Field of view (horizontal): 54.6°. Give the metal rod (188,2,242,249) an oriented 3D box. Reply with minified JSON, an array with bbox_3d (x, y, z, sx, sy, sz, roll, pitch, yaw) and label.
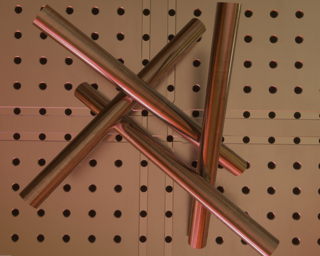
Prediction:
[{"bbox_3d":[0.060,0.014,0.364,0.025,0.025,0.298,4,110,0],"label":"metal rod"}]

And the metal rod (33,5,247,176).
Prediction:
[{"bbox_3d":[-0.007,-0.030,0.363,0.301,0.025,0.025,36,90,-20],"label":"metal rod"}]

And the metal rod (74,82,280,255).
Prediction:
[{"bbox_3d":[0.008,0.040,0.373,0.300,0.025,0.025,39,90,16],"label":"metal rod"}]

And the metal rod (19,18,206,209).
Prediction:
[{"bbox_3d":[-0.046,-0.029,0.375,0.025,0.025,0.301,42,75,0],"label":"metal rod"}]
